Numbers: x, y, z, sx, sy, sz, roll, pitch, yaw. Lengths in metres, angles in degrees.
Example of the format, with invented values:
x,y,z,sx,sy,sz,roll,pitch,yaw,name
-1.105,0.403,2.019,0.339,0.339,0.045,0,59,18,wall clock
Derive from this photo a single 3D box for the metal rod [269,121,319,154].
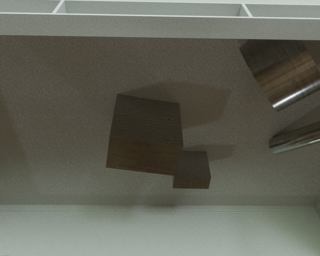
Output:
x,y,z,sx,sy,sz,roll,pitch,yaw,name
0.227,-0.018,0.308,0.025,0.025,0.299,22,155,-18,metal rod

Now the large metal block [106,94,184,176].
x,y,z,sx,sy,sz,roll,pitch,yaw,name
-0.019,0.007,0.379,0.081,0.080,0.050,8,130,-7,large metal block

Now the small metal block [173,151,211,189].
x,y,z,sx,sy,sz,roll,pitch,yaw,name
0.043,0.059,0.444,0.050,0.050,0.025,2,130,-2,small metal block

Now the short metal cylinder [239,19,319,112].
x,y,z,sx,sy,sz,roll,pitch,yaw,name
0.126,-0.064,0.321,0.050,0.080,0.080,-31,124,23,short metal cylinder
